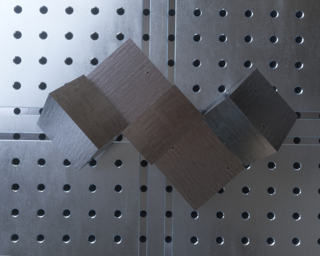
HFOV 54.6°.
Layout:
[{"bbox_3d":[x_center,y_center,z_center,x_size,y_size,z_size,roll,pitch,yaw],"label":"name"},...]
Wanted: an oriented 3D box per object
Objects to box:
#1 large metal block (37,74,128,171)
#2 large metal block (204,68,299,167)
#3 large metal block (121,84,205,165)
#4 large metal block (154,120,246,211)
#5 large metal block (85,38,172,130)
[{"bbox_3d":[-0.096,-0.004,0.378,0.080,0.080,0.050,49,51,0],"label":"large metal block"},{"bbox_3d":[0.112,-0.014,0.380,0.080,0.050,0.080,49,50,-1],"label":"large metal block"},{"bbox_3d":[0.003,-0.004,0.385,0.080,0.080,0.050,-42,91,0],"label":"large metal block"},{"bbox_3d":[0.047,0.045,0.401,0.080,0.050,0.080,-41,89,0],"label":"large metal block"},{"bbox_3d":[-0.039,-0.054,0.400,0.080,0.050,0.080,-42,91,1],"label":"large metal block"}]
